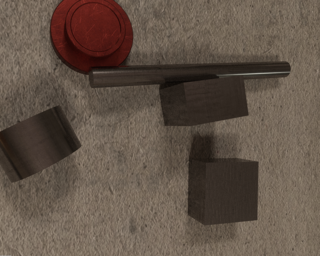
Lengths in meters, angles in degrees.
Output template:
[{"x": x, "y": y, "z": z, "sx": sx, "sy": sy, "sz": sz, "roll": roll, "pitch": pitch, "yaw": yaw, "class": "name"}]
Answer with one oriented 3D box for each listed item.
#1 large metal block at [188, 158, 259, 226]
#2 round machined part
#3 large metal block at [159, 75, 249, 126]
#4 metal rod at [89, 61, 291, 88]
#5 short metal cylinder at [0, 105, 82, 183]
[{"x": 0.087, "y": 0.084, "z": 0.429, "sx": 0.081, "sy": 0.050, "sz": 0.079, "roll": 1, "pitch": 90, "yaw": -21, "class": "large metal block"}, {"x": -0.079, "y": -0.115, "z": 0.371, "sx": 0.099, "sy": 0.042, "sz": 0.097, "roll": 0, "pitch": 90, "yaw": -20, "class": "round machined part"}, {"x": 0.054, "y": -0.034, "z": 0.401, "sx": 0.081, "sy": 0.080, "sz": 0.050, "roll": -10, "pitch": 94, "yaw": -20, "class": "large metal block"}, {"x": 0.057, "y": -0.075, "z": 0.420, "sx": 0.303, "sy": 0.025, "sz": 0.025, "roll": -7, "pitch": 93, "yaw": -24, "class": "metal rod"}, {"x": -0.133, "y": 0.015, "z": 0.331, "sx": 0.080, "sy": 0.080, "sz": 0.050, "roll": -29, "pitch": 100, "yaw": -18, "class": "short metal cylinder"}]
